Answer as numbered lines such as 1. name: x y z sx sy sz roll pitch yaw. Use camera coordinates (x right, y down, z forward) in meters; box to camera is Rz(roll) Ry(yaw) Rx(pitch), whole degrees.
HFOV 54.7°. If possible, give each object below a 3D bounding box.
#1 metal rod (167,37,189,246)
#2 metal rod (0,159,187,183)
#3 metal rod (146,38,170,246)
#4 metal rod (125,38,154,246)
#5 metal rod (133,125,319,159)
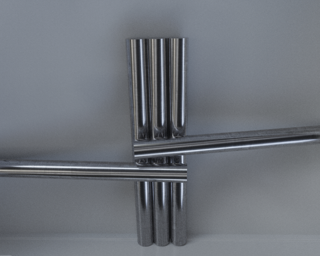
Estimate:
1. metal rod: 0.025 0.032 0.422 0.025 0.025 0.298 -1 110 0
2. metal rod: -0.115 0.056 0.412 0.302 0.025 0.025 1 110 5
3. metal rod: -0.001 0.032 0.422 0.025 0.025 0.298 -1 110 0
4. metal rod: -0.025 0.033 0.422 0.025 0.025 0.298 -1 110 0
5. metal rod: 0.118 0.016 0.399 0.302 0.025 0.025 -4 110 -6
